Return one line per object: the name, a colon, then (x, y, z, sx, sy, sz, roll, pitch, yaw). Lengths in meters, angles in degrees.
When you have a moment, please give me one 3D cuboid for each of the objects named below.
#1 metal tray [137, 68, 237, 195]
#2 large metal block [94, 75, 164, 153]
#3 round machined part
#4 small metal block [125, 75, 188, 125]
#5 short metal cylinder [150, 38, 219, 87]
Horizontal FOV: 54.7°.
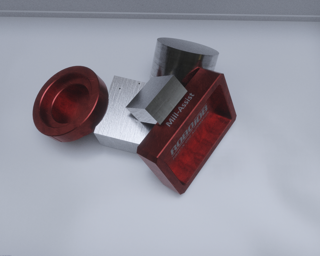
metal tray: (0.038, 0.005, 0.371, 0.030, 0.090, 0.130, 25, 69, 37)
large metal block: (-0.029, -0.013, 0.399, 0.080, 0.050, 0.080, 14, 71, 4)
round machined part: (-0.108, -0.027, 0.395, 0.098, 0.042, 0.098, -10, 63, 20)
small metal block: (-0.005, -0.032, 0.352, 0.025, 0.050, 0.050, 47, 73, -25)
short metal cylinder: (0.031, -0.082, 0.402, 0.080, 0.080, 0.050, 15, 115, 5)
